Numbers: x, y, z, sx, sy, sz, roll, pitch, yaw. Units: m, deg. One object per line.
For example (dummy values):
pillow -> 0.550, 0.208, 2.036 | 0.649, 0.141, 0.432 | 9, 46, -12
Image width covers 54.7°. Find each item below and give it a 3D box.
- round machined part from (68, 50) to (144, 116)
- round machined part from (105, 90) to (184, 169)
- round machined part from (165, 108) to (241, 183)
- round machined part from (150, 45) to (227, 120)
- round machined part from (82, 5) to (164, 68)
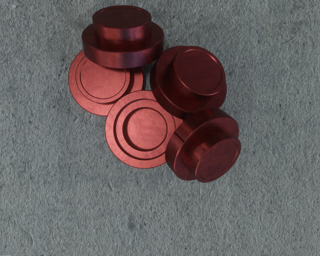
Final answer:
round machined part -> -0.070, -0.064, 0.403 | 0.099, 0.042, 0.097 | 0, 90, -1
round machined part -> -0.019, 0.002, 0.402 | 0.099, 0.042, 0.097 | 0, 90, -1
round machined part -> 0.059, 0.028, 0.376 | 0.098, 0.098, 0.042 | -43, 50, 0
round machined part -> 0.040, -0.061, 0.381 | 0.099, 0.042, 0.098 | 9, 65, -19
round machined part -> -0.044, -0.115, 0.373 | 0.099, 0.098, 0.042 | 1, 132, -1
